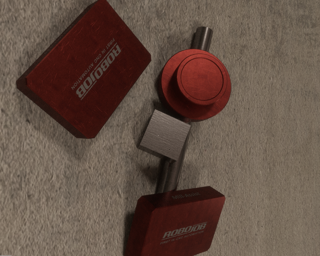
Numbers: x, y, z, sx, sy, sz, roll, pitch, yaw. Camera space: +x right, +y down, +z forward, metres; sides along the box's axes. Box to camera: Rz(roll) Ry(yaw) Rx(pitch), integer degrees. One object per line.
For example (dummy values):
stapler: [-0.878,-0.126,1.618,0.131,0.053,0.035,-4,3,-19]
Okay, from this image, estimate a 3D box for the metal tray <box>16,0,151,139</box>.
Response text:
metal tray: [-0.076,-0.064,0.339,0.090,0.030,0.130,47,62,-30]

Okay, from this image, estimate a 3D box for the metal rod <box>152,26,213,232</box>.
metal rod: [0.031,-0.003,0.433,0.025,0.025,0.299,23,75,-38]

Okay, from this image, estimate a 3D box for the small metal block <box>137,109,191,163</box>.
small metal block: [0.005,0.011,0.397,0.050,0.025,0.050,24,72,-6]

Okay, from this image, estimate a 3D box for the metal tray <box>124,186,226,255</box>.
metal tray: [0.023,0.128,0.405,0.131,0.030,0.089,2,108,-40]

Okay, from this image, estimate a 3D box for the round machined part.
round machined part: [0.049,-0.059,0.410,0.099,0.042,0.097,2,81,-12]
